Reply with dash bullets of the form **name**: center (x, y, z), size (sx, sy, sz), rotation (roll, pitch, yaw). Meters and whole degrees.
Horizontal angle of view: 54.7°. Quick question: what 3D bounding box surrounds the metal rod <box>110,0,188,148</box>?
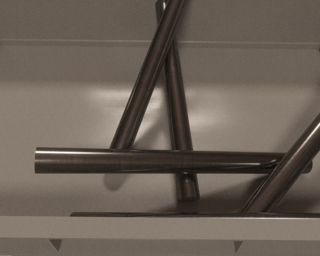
- **metal rod**: center (-0.007, -0.089, 0.403), size (0.025, 0.025, 0.299), rotation (17, 76, 13)

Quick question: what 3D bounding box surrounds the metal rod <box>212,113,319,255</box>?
- **metal rod**: center (0.164, 0.021, 0.345), size (0.025, 0.025, 0.301), rotation (37, 72, 26)

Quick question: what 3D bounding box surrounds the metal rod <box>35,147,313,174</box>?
- **metal rod**: center (0.029, 0.037, 0.332), size (0.302, 0.025, 0.025), rotation (2, 49, -16)

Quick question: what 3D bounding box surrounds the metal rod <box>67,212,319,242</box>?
- **metal rod**: center (0.058, 0.093, 0.292), size (0.301, 0.025, 0.025), rotation (-3, 49, 11)

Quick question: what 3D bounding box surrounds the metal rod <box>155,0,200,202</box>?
- **metal rod**: center (0.019, -0.055, 0.407), size (0.025, 0.025, 0.299), rotation (-4, 64, -4)
